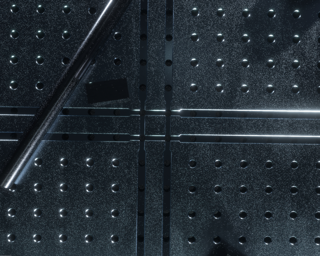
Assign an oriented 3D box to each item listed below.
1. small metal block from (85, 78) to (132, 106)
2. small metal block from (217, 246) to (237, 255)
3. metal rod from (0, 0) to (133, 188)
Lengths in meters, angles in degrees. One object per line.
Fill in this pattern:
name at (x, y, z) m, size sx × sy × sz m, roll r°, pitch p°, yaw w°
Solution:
small metal block at (-0.064, -0.045, 0.400) m, size 0.050 × 0.050 × 0.025 m, roll -8°, pitch 90°, yaw 0°
small metal block at (0.094, 0.198, 0.415) m, size 0.050 × 0.025 × 0.050 m, roll 35°, pitch 90°, yaw -1°
metal rod at (-0.128, -0.053, 0.411) m, size 0.025 × 0.025 × 0.299 m, roll 33°, pitch 90°, yaw -1°
